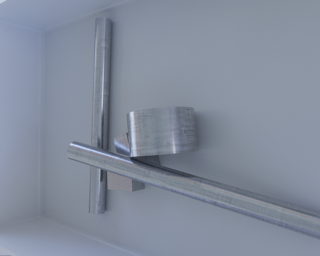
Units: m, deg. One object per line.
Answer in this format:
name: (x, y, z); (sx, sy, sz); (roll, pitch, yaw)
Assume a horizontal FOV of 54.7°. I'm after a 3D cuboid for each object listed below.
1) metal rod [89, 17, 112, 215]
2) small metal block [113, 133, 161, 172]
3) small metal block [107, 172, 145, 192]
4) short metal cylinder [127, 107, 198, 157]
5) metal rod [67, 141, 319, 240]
metal rod: (-0.093, -0.017, 0.480); (0.025, 0.025, 0.298); (4, 93, 39)
small metal block: (-0.030, 0.033, 0.413); (0.025, 0.050, 0.050); (-24, 75, 37)
small metal block: (-0.050, 0.063, 0.446); (0.050, 0.025, 0.050); (-5, 87, 39)
short metal cylinder: (0.003, 0.006, 0.367); (0.080, 0.081, 0.050); (-8, 85, 39)
metal rod: (0.020, 0.060, 0.343); (0.301, 0.025, 0.025); (13, 99, 25)
